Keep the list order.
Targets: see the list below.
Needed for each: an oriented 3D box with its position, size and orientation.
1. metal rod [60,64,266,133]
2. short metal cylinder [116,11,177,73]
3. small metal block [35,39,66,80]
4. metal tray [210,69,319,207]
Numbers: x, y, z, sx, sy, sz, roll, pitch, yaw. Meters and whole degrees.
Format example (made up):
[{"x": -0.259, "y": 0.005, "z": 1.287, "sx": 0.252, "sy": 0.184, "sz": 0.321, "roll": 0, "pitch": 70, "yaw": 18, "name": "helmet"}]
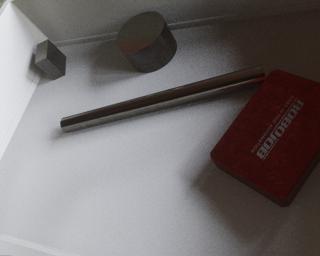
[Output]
[{"x": -0.009, "y": -0.035, "z": 0.430, "sx": 0.301, "sy": 0.025, "sz": 0.025, "roll": -13, "pitch": 57, "yaw": 20, "name": "metal rod"}, {"x": -0.020, "y": -0.133, "z": 0.480, "sx": 0.080, "sy": 0.050, "sz": 0.080, "roll": -13, "pitch": 56, "yaw": 20, "name": "short metal cylinder"}, {"x": -0.200, "y": -0.125, "z": 0.568, "sx": 0.025, "sy": 0.050, "sz": 0.050, "roll": -21, "pitch": 54, "yaw": 16, "name": "small metal block"}, {"x": 0.128, "y": 0.006, "z": 0.331, "sx": 0.090, "sy": 0.030, "sz": 0.130, "roll": 31, "pitch": 79, "yaw": 37, "name": "metal tray"}]
